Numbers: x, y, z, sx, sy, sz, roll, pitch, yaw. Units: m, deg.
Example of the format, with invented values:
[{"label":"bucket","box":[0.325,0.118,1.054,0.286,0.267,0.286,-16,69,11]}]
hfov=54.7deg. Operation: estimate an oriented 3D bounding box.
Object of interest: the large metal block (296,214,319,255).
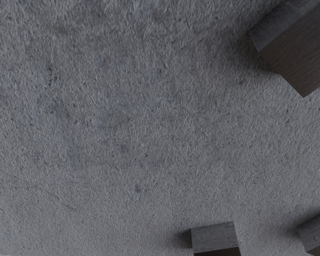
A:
[{"label":"large metal block","box":[0.314,0.196,0.561,0.080,0.050,0.080,28,125,-22]}]

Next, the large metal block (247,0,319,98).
[{"label":"large metal block","box":[0.151,-0.091,0.315,0.080,0.050,0.080,35,122,-26]}]

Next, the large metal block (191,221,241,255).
[{"label":"large metal block","box":[0.109,0.226,0.584,0.080,0.050,0.080,-13,129,10]}]
